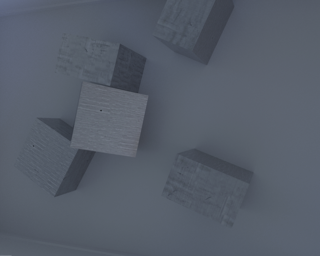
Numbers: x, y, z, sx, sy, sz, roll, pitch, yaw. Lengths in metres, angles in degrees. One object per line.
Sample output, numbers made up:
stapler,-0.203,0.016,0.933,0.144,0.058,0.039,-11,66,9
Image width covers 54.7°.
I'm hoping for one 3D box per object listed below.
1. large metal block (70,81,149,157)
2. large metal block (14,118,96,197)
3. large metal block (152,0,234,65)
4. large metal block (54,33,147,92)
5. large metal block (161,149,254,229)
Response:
large metal block,-0.067,-0.012,0.400,0.081,0.050,0.079,11,94,-17
large metal block,-0.149,0.040,0.448,0.080,0.050,0.080,32,100,17
large metal block,0.043,-0.128,0.366,0.050,0.080,0.080,27,99,17
large metal block,-0.075,-0.083,0.406,0.080,0.080,0.050,16,95,19
large metal block,0.059,0.065,0.360,0.080,0.080,0.050,22,97,18
